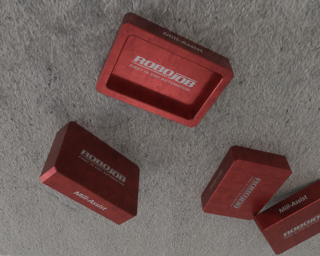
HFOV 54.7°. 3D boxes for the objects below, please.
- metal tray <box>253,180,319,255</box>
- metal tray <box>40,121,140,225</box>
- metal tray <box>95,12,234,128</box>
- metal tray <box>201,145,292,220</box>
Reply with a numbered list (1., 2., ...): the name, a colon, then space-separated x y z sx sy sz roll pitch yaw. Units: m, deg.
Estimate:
1. metal tray: 0.231 0.149 0.512 0.130 0.030 0.090 -32 125 6
2. metal tray: -0.085 0.061 0.414 0.030 0.090 0.130 -35 122 26
3. metal tray: 0.004 -0.060 0.352 0.131 0.030 0.089 20 127 -17
4. metal tray: 0.129 0.090 0.481 0.091 0.030 0.129 12 129 -11
